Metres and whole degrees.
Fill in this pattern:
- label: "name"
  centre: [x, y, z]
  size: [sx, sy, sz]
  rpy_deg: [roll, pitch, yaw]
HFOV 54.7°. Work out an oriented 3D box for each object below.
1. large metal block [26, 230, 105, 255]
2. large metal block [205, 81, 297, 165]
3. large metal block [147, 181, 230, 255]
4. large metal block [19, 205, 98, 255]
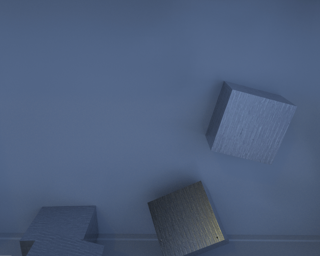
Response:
- label: "large metal block"
  centre: [-0.116, 0.173, 0.358]
  size: [0.080, 0.080, 0.050]
  rpy_deg: [17, 106, -5]
- label: "large metal block"
  centre: [0.112, -0.007, 0.396]
  size: [0.080, 0.050, 0.079]
  rpy_deg: [14, 110, -5]
- label: "large metal block"
  centre: [0.039, 0.129, 0.423]
  size: [0.080, 0.080, 0.050]
  rpy_deg: [-24, 150, 8]
- label: "large metal block"
  centre: [-0.136, 0.153, 0.436]
  size: [0.080, 0.080, 0.050]
  rpy_deg: [-1, 107, 0]
